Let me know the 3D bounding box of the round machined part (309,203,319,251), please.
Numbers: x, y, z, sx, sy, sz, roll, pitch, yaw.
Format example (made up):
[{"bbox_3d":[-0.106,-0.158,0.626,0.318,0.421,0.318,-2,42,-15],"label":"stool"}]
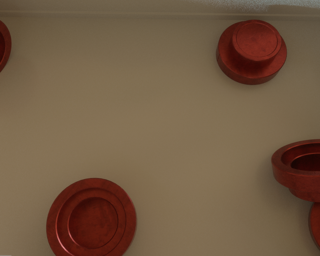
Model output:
[{"bbox_3d":[0.223,0.110,0.348,0.098,0.042,0.098,-6,68,16],"label":"round machined part"}]

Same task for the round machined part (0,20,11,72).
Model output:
[{"bbox_3d":[-0.250,-0.108,0.409,0.042,0.098,0.098,27,72,9],"label":"round machined part"}]

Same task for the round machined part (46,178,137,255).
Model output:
[{"bbox_3d":[-0.075,0.110,0.360,0.099,0.042,0.098,0,70,0],"label":"round machined part"}]

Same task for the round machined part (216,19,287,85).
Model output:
[{"bbox_3d":[0.133,-0.115,0.443,0.099,0.042,0.098,0,70,0],"label":"round machined part"}]

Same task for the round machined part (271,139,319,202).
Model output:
[{"bbox_3d":[0.185,0.051,0.364,0.099,0.098,0.042,-16,106,-6],"label":"round machined part"}]
